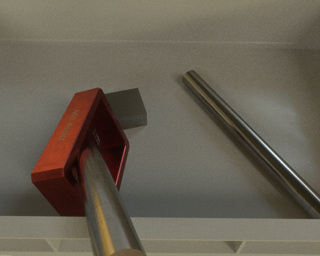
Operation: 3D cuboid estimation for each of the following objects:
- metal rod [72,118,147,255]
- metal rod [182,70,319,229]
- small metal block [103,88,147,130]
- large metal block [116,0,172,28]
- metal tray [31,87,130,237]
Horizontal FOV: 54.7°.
[{"bbox_3d":[-0.066,0.027,0.283,0.025,0.025,0.300,-17,21,-14],"label":"metal rod"},{"bbox_3d":[0.120,0.022,0.387,0.025,0.025,0.300,-24,54,-19],"label":"metal rod"},{"bbox_3d":[-0.048,-0.025,0.426,0.050,0.025,0.050,-12,51,-11],"label":"small metal block"},{"bbox_3d":[-0.028,-0.243,0.595,0.080,0.050,0.080,17,52,13],"label":"large metal block"},{"bbox_3d":[-0.071,0.030,0.316,0.030,0.090,0.130,-12,36,15],"label":"metal tray"}]
